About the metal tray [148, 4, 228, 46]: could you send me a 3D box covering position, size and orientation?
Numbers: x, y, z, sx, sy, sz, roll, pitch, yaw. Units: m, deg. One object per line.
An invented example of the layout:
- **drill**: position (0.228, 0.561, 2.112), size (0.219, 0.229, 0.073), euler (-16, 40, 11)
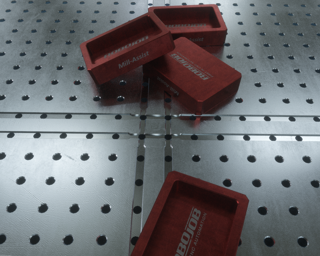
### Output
- **metal tray**: position (0.046, -0.186, 0.560), size (0.131, 0.030, 0.090), euler (-4, 50, -4)

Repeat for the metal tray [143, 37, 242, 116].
- **metal tray**: position (0.046, -0.084, 0.476), size (0.091, 0.030, 0.130), euler (-33, 58, -25)

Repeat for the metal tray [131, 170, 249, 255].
- **metal tray**: position (0.029, 0.114, 0.308), size (0.090, 0.030, 0.130), euler (18, 52, 14)

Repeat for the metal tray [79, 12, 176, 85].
- **metal tray**: position (-0.053, -0.126, 0.478), size (0.131, 0.030, 0.090), euler (-26, 44, -2)
